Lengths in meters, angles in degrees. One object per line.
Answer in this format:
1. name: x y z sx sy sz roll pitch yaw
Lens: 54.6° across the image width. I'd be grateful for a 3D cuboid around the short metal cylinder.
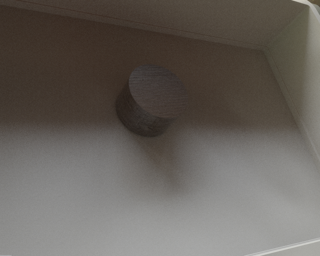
1. short metal cylinder: -0.011 -0.035 0.402 0.081 0.050 0.080 13 56 -21
